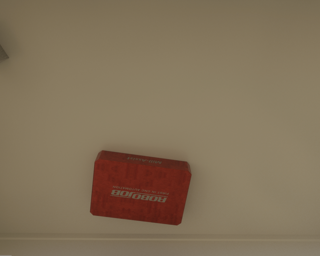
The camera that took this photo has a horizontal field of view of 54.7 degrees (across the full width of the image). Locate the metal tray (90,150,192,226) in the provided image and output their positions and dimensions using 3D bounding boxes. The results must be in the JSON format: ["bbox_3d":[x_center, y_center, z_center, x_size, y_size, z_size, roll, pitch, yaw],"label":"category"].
[{"bbox_3d":[-0.028,0.086,0.440,0.131,0.030,0.089,8,110,-4],"label":"metal tray"}]

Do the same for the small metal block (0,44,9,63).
[{"bbox_3d":[-0.212,-0.095,0.360,0.025,0.050,0.050,-25,109,9],"label":"small metal block"}]
